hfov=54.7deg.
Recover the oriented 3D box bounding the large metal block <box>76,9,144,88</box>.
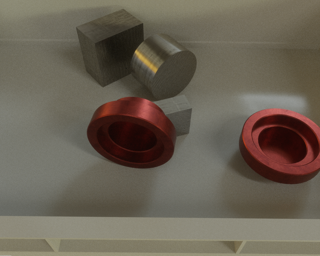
[{"bbox_3d":[-0.071,-0.121,0.470,0.081,0.080,0.050,-32,57,-24],"label":"large metal block"}]

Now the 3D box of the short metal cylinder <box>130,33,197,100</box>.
[{"bbox_3d":[0.005,-0.087,0.442,0.081,0.080,0.050,-30,57,-23],"label":"short metal cylinder"}]

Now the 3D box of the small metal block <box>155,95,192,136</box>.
[{"bbox_3d":[0.011,-0.011,0.399,0.050,0.050,0.025,-15,52,-12],"label":"small metal block"}]

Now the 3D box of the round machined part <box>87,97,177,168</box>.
[{"bbox_3d":[-0.030,0.002,0.356,0.099,0.097,0.042,8,51,6],"label":"round machined part"}]

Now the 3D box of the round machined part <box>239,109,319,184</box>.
[{"bbox_3d":[0.145,0.025,0.375,0.099,0.042,0.098,0,50,0],"label":"round machined part"}]
